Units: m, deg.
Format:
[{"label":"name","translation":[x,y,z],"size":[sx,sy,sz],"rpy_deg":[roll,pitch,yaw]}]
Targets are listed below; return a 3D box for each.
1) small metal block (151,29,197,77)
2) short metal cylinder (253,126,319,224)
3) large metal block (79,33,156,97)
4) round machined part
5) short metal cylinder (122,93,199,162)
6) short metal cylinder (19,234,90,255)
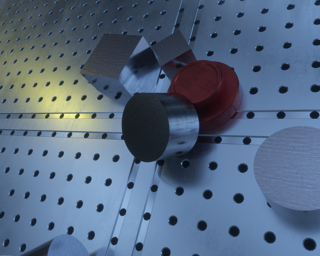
[{"label":"small metal block","translation":[0.020,-0.113,0.467],"size":[0.050,0.025,0.050],"rpy_deg":[-29,52,10]},{"label":"short metal cylinder","translation":[0.135,0.045,0.294],"size":[0.080,0.050,0.080],"rpy_deg":[-13,56,21]},{"label":"large metal block","translation":[-0.064,-0.099,0.487],"size":[0.080,0.050,0.080],"rpy_deg":[15,69,34]},{"label":"round machined part","translation":[0.052,-0.049,0.400],"size":[0.098,0.042,0.098],"rpy_deg":[-13,56,21]},{"label":"short metal cylinder","translation":[-0.001,-0.002,0.370],"size":[0.080,0.050,0.079],"rpy_deg":[6,99,44]},{"label":"short metal cylinder","translation":[-0.113,0.163,0.332],"size":[0.050,0.080,0.080],"rpy_deg":[-29,52,10]}]
